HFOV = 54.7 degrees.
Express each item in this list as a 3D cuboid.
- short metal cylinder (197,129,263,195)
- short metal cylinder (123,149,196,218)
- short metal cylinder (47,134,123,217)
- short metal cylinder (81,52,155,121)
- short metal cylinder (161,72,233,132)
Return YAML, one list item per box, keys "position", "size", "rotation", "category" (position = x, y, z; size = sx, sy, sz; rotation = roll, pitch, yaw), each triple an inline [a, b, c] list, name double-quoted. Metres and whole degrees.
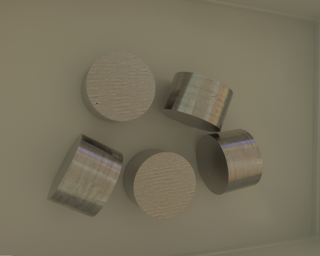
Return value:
- position: [0.090, 0.044, 0.414]
  size: [0.050, 0.080, 0.079]
  rotation: [-10, 94, -20]
  category: "short metal cylinder"
- position: [-0.002, 0.069, 0.396]
  size: [0.081, 0.050, 0.079]
  rotation: [0, 90, -21]
  category: "short metal cylinder"
- position: [-0.084, 0.053, 0.349]
  size: [0.050, 0.080, 0.080]
  rotation: [29, 81, -18]
  category: "short metal cylinder"
- position: [-0.052, -0.048, 0.377]
  size: [0.081, 0.050, 0.079]
  rotation: [0, 90, -21]
  category: "short metal cylinder"
- position: [0.048, -0.032, 0.400]
  size: [0.080, 0.080, 0.050]
  rotation: [23, 83, -19]
  category: "short metal cylinder"
